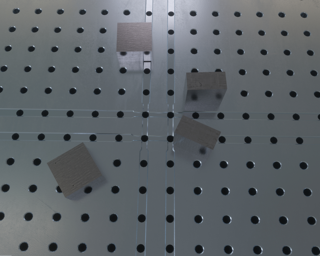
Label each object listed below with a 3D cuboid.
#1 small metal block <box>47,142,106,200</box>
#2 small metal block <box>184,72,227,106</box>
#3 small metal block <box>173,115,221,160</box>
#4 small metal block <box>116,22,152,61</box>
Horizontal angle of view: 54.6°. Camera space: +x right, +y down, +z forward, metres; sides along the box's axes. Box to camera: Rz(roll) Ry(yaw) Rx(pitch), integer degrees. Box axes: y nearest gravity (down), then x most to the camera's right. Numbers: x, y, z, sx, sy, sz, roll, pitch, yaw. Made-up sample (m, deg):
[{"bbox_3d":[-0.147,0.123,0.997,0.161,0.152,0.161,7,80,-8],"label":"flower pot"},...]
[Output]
[{"bbox_3d":[-0.105,0.055,0.391,0.050,0.025,0.050,-31,73,-11],"label":"small metal block"},{"bbox_3d":[0.059,-0.052,0.418,0.050,0.050,0.025,-2,70,-1],"label":"small metal block"},{"bbox_3d":[0.045,0.013,0.394,0.050,0.050,0.025,24,72,8],"label":"small metal block"},{"bbox_3d":[-0.037,-0.127,0.458,0.050,0.025,0.050,-1,70,-1],"label":"small metal block"}]
